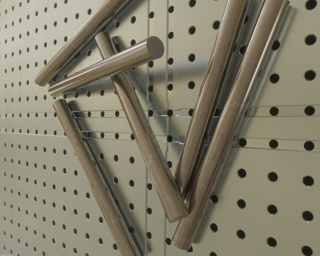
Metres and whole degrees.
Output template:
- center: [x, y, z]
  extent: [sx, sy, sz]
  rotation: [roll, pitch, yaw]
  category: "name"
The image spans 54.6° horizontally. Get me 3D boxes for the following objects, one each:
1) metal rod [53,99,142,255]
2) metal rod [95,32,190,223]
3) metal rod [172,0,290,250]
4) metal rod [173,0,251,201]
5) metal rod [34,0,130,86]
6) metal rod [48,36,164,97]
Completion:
- center: [-0.109, 0.072, 0.500]
  extent: [0.025, 0.025, 0.299]
  rotation: [-47, 62, 30]
  category: "metal rod"
- center: [-0.034, -0.019, 0.419]
  extent: [0.025, 0.025, 0.299]
  rotation: [-42, 59, 32]
  category: "metal rod"
- center: [0.072, 0.007, 0.350]
  extent: [0.025, 0.025, 0.298]
  rotation: [30, 108, 36]
  category: "metal rod"
- center: [0.062, -0.055, 0.358]
  extent: [0.025, 0.025, 0.298]
  rotation: [26, 106, 37]
  category: "metal rod"
- center: [-0.127, -0.153, 0.515]
  extent: [0.299, 0.025, 0.025]
  rotation: [-30, 71, 36]
  category: "metal rod"
- center: [-0.099, -0.079, 0.456]
  extent: [0.299, 0.025, 0.025]
  rotation: [-6, 86, 51]
  category: "metal rod"
